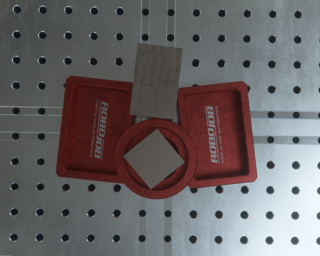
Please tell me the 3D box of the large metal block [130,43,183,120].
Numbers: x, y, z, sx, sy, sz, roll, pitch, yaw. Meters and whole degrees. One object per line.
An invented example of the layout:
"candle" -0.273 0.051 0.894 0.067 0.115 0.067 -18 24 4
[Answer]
"large metal block" -0.004 -0.052 0.382 0.050 0.080 0.080 6 90 0

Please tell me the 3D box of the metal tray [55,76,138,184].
"metal tray" -0.081 0.002 0.406 0.091 0.030 0.129 6 90 0

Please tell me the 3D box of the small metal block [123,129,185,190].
"small metal block" -0.007 0.036 0.367 0.050 0.025 0.050 -39 90 0

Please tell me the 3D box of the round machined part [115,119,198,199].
"round machined part" -0.004 0.037 0.392 0.099 0.042 0.097 0 90 0

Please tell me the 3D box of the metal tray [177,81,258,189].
"metal tray" 0.072 0.009 0.407 0.091 0.030 0.129 -6 90 0
